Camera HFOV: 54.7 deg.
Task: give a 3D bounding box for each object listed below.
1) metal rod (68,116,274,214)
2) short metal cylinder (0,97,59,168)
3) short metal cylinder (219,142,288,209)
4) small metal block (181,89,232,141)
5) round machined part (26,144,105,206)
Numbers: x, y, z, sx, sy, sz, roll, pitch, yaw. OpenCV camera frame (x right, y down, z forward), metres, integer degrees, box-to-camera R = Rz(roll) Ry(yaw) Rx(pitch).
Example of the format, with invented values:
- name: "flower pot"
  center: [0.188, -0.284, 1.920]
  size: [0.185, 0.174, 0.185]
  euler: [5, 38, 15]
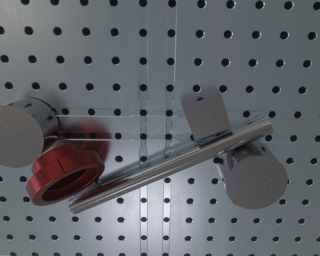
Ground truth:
- name: "metal rod"
  center: [0.009, 0.055, 0.433]
  size: [0.301, 0.025, 0.025]
  euler: [-24, 109, 8]
- name: "short metal cylinder"
  center: [-0.178, 0.004, 0.397]
  size: [0.080, 0.050, 0.079]
  euler: [1, 107, 2]
- name: "short metal cylinder"
  center: [0.125, 0.063, 0.425]
  size: [0.081, 0.050, 0.079]
  euler: [0, 110, 0]
- name: "small metal block"
  center: [0.060, -0.018, 0.408]
  size: [0.050, 0.025, 0.050]
  euler: [-20, 109, 7]
- name: "round machined part"
  center: [-0.126, 0.057, 0.404]
  size: [0.098, 0.098, 0.042]
  euler: [-38, 71, 13]
